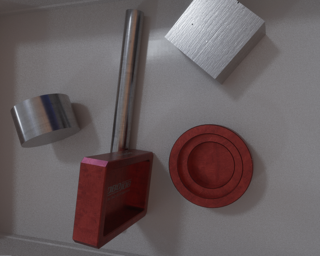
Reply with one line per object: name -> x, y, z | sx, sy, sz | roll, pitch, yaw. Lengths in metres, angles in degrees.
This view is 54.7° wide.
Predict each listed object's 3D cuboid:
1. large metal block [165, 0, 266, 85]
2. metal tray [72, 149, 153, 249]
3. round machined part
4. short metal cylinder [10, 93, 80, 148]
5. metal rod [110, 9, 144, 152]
large metal block -> 0.067, -0.111, 0.373 | 0.080, 0.050, 0.080 | 44, 103, 14
metal tray -> -0.049, 0.076, 0.371 | 0.030, 0.130, 0.089 | 8, 93, 20
round machined part -> 0.064, 0.044, 0.378 | 0.098, 0.042, 0.097 | 0, 90, 19
short metal cylinder -> -0.160, -0.009, 0.436 | 0.080, 0.080, 0.050 | -23, 83, 18
metal rod -> -0.051, -0.009, 0.427 | 0.025, 0.025, 0.298 | 8, 92, 19
